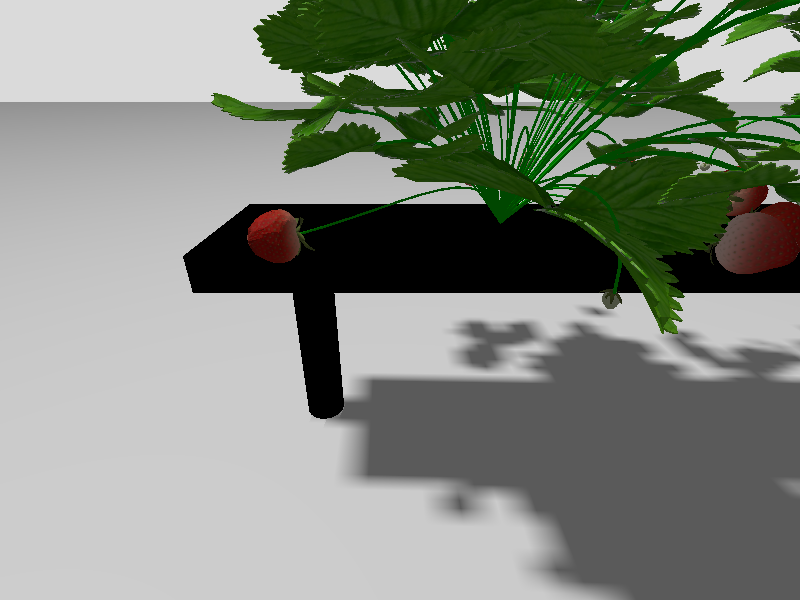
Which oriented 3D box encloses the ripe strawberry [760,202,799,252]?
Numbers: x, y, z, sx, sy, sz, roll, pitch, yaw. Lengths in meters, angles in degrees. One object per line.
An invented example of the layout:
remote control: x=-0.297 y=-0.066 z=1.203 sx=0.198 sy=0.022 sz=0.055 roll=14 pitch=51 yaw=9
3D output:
ripe strawberry: x=0.273 y=-0.048 z=0.282 sx=0.040 sy=0.039 sz=0.037 roll=12 pitch=30 yaw=20

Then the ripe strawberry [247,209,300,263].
ripe strawberry: x=-0.086 y=-0.043 z=0.271 sx=0.034 sy=0.036 sz=0.031 roll=-14 pitch=31 yaw=-24

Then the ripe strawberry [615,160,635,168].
ripe strawberry: x=0.292 y=-0.166 z=0.517 sx=0.027 sy=0.029 sz=0.030 roll=27 pitch=-3 yaw=41

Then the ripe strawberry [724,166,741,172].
ripe strawberry: x=0.391 y=-0.142 z=0.465 sx=0.031 sy=0.027 sz=0.031 roll=21 pitch=35 yaw=35

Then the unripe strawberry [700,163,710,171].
unripe strawberry: x=0.374 y=-0.163 z=0.492 sx=0.010 sy=0.010 sz=0.009 roll=24 pitch=37 yaw=38

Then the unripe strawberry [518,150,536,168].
unripe strawberry: x=0.184 y=-0.201 z=0.578 sx=0.025 sy=0.028 sz=0.027 roll=10 pitch=-10 yaw=18

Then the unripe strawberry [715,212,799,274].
unripe strawberry: x=0.224 y=-0.034 z=0.251 sx=0.039 sy=0.039 sz=0.043 roll=22 pitch=35 yaw=34

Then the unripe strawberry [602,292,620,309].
unripe strawberry: x=0.111 y=0.000 z=0.211 sx=0.009 sy=0.010 sz=0.010 roll=-3 pitch=28 yaw=-6

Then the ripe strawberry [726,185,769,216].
ripe strawberry: x=0.317 y=-0.096 z=0.369 sx=0.037 sy=0.039 sz=0.034 roll=-2 pitch=28 yaw=-5

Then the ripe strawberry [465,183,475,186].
ripe strawberry: x=0.089 y=-0.158 z=0.489 sx=0.029 sy=0.033 sz=0.032 roll=0 pitch=27 yaw=-1
